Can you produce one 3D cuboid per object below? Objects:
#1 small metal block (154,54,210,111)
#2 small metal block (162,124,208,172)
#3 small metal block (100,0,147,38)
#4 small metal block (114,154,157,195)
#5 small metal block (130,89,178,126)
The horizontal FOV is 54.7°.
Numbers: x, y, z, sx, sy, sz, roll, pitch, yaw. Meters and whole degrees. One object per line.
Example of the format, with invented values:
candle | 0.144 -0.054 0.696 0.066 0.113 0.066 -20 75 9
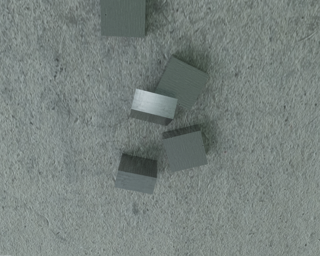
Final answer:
small metal block | 0.026 -0.057 0.389 0.050 0.025 0.050 25 108 -9
small metal block | 0.034 0.027 0.420 0.050 0.025 0.050 -14 110 5
small metal block | -0.042 -0.133 0.360 0.050 0.025 0.050 2 110 -1
small metal block | -0.031 0.061 0.419 0.050 0.050 0.025 12 110 -5
small metal block | -0.009 -0.024 0.384 0.050 0.050 0.025 14 79 -5
